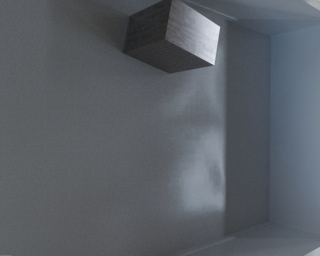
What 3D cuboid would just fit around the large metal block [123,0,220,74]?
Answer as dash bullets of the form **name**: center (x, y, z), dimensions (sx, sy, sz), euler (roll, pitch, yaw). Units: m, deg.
- **large metal block**: center (0.014, -0.109, 0.382), dimensions (0.081, 0.080, 0.050), euler (16, 80, -39)
